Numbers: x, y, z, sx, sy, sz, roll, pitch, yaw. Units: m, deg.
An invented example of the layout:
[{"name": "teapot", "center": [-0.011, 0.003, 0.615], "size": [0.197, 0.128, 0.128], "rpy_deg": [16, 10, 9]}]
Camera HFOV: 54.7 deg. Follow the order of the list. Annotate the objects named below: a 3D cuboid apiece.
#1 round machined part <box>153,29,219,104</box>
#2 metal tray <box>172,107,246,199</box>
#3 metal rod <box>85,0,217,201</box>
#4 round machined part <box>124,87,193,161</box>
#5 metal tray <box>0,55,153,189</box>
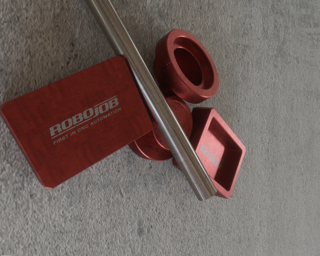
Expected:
[{"name": "round machined part", "center": [0.030, -0.076, 0.405], "size": [0.099, 0.042, 0.098], "rpy_deg": [25, 52, -36]}, {"name": "metal tray", "center": [0.077, 0.039, 0.453], "size": [0.130, 0.030, 0.090], "rpy_deg": [42, 64, -44]}, {"name": "metal rod", "center": [-0.017, -0.051, 0.348], "size": [0.025, 0.025, 0.299], "rpy_deg": [-34, 98, -35]}, {"name": "round machined part", "center": [0.004, -0.006, 0.399], "size": [0.099, 0.042, 0.097], "rpy_deg": [0, 90, -40]}, {"name": "metal tray", "center": [-0.080, -0.010, 0.321], "size": [0.131, 0.030, 0.090], "rpy_deg": [-31, 107, -27]}]
